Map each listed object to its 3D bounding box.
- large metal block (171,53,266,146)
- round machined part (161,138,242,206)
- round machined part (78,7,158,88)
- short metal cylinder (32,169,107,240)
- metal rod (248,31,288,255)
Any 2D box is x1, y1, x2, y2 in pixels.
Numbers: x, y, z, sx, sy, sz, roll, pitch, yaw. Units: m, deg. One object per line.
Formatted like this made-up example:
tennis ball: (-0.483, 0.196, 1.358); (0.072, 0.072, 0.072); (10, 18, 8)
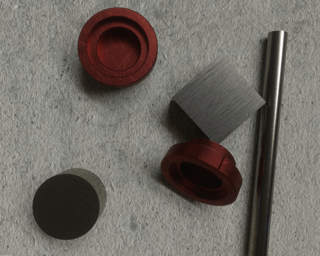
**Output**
large metal block: (0.071, -0.034, 0.398); (0.080, 0.050, 0.080); (-42, 90, 0)
round machined part: (0.054, 0.050, 0.382); (0.098, 0.097, 0.042); (33, 57, 0)
round machined part: (-0.052, -0.100, 0.401); (0.099, 0.042, 0.097); (0, 90, 0)
short metal cylinder: (-0.113, 0.095, 0.397); (0.081, 0.050, 0.079); (0, 90, 0)
metal rod: (0.143, 0.023, 0.411); (0.025, 0.025, 0.298); (5, 90, 0)
